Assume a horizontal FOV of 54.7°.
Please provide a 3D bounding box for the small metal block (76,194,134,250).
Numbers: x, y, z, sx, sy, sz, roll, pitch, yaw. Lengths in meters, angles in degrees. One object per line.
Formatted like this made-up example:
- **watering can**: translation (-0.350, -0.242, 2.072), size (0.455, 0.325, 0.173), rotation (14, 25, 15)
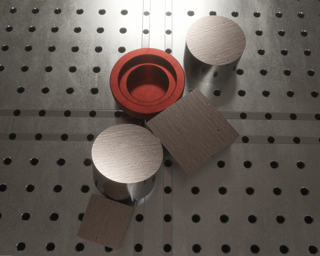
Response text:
- **small metal block**: translation (-0.063, 0.110, 0.368), size (0.050, 0.025, 0.050), rotation (17, 76, 5)

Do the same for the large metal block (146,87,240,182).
- **large metal block**: translation (0.039, 0.009, 0.396), size (0.080, 0.050, 0.080), rotation (-36, 74, -12)

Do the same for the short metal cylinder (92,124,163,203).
- **short metal cylinder**: translation (-0.040, 0.042, 0.370), size (0.081, 0.050, 0.080), rotation (5, 52, -6)

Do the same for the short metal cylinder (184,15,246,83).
- **short metal cylinder**: translation (0.075, -0.111, 0.440), size (0.081, 0.050, 0.080), rotation (0, 70, 0)

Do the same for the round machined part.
- **round machined part**: translation (-0.016, -0.056, 0.423), size (0.099, 0.042, 0.098), rotation (0, 70, -1)
